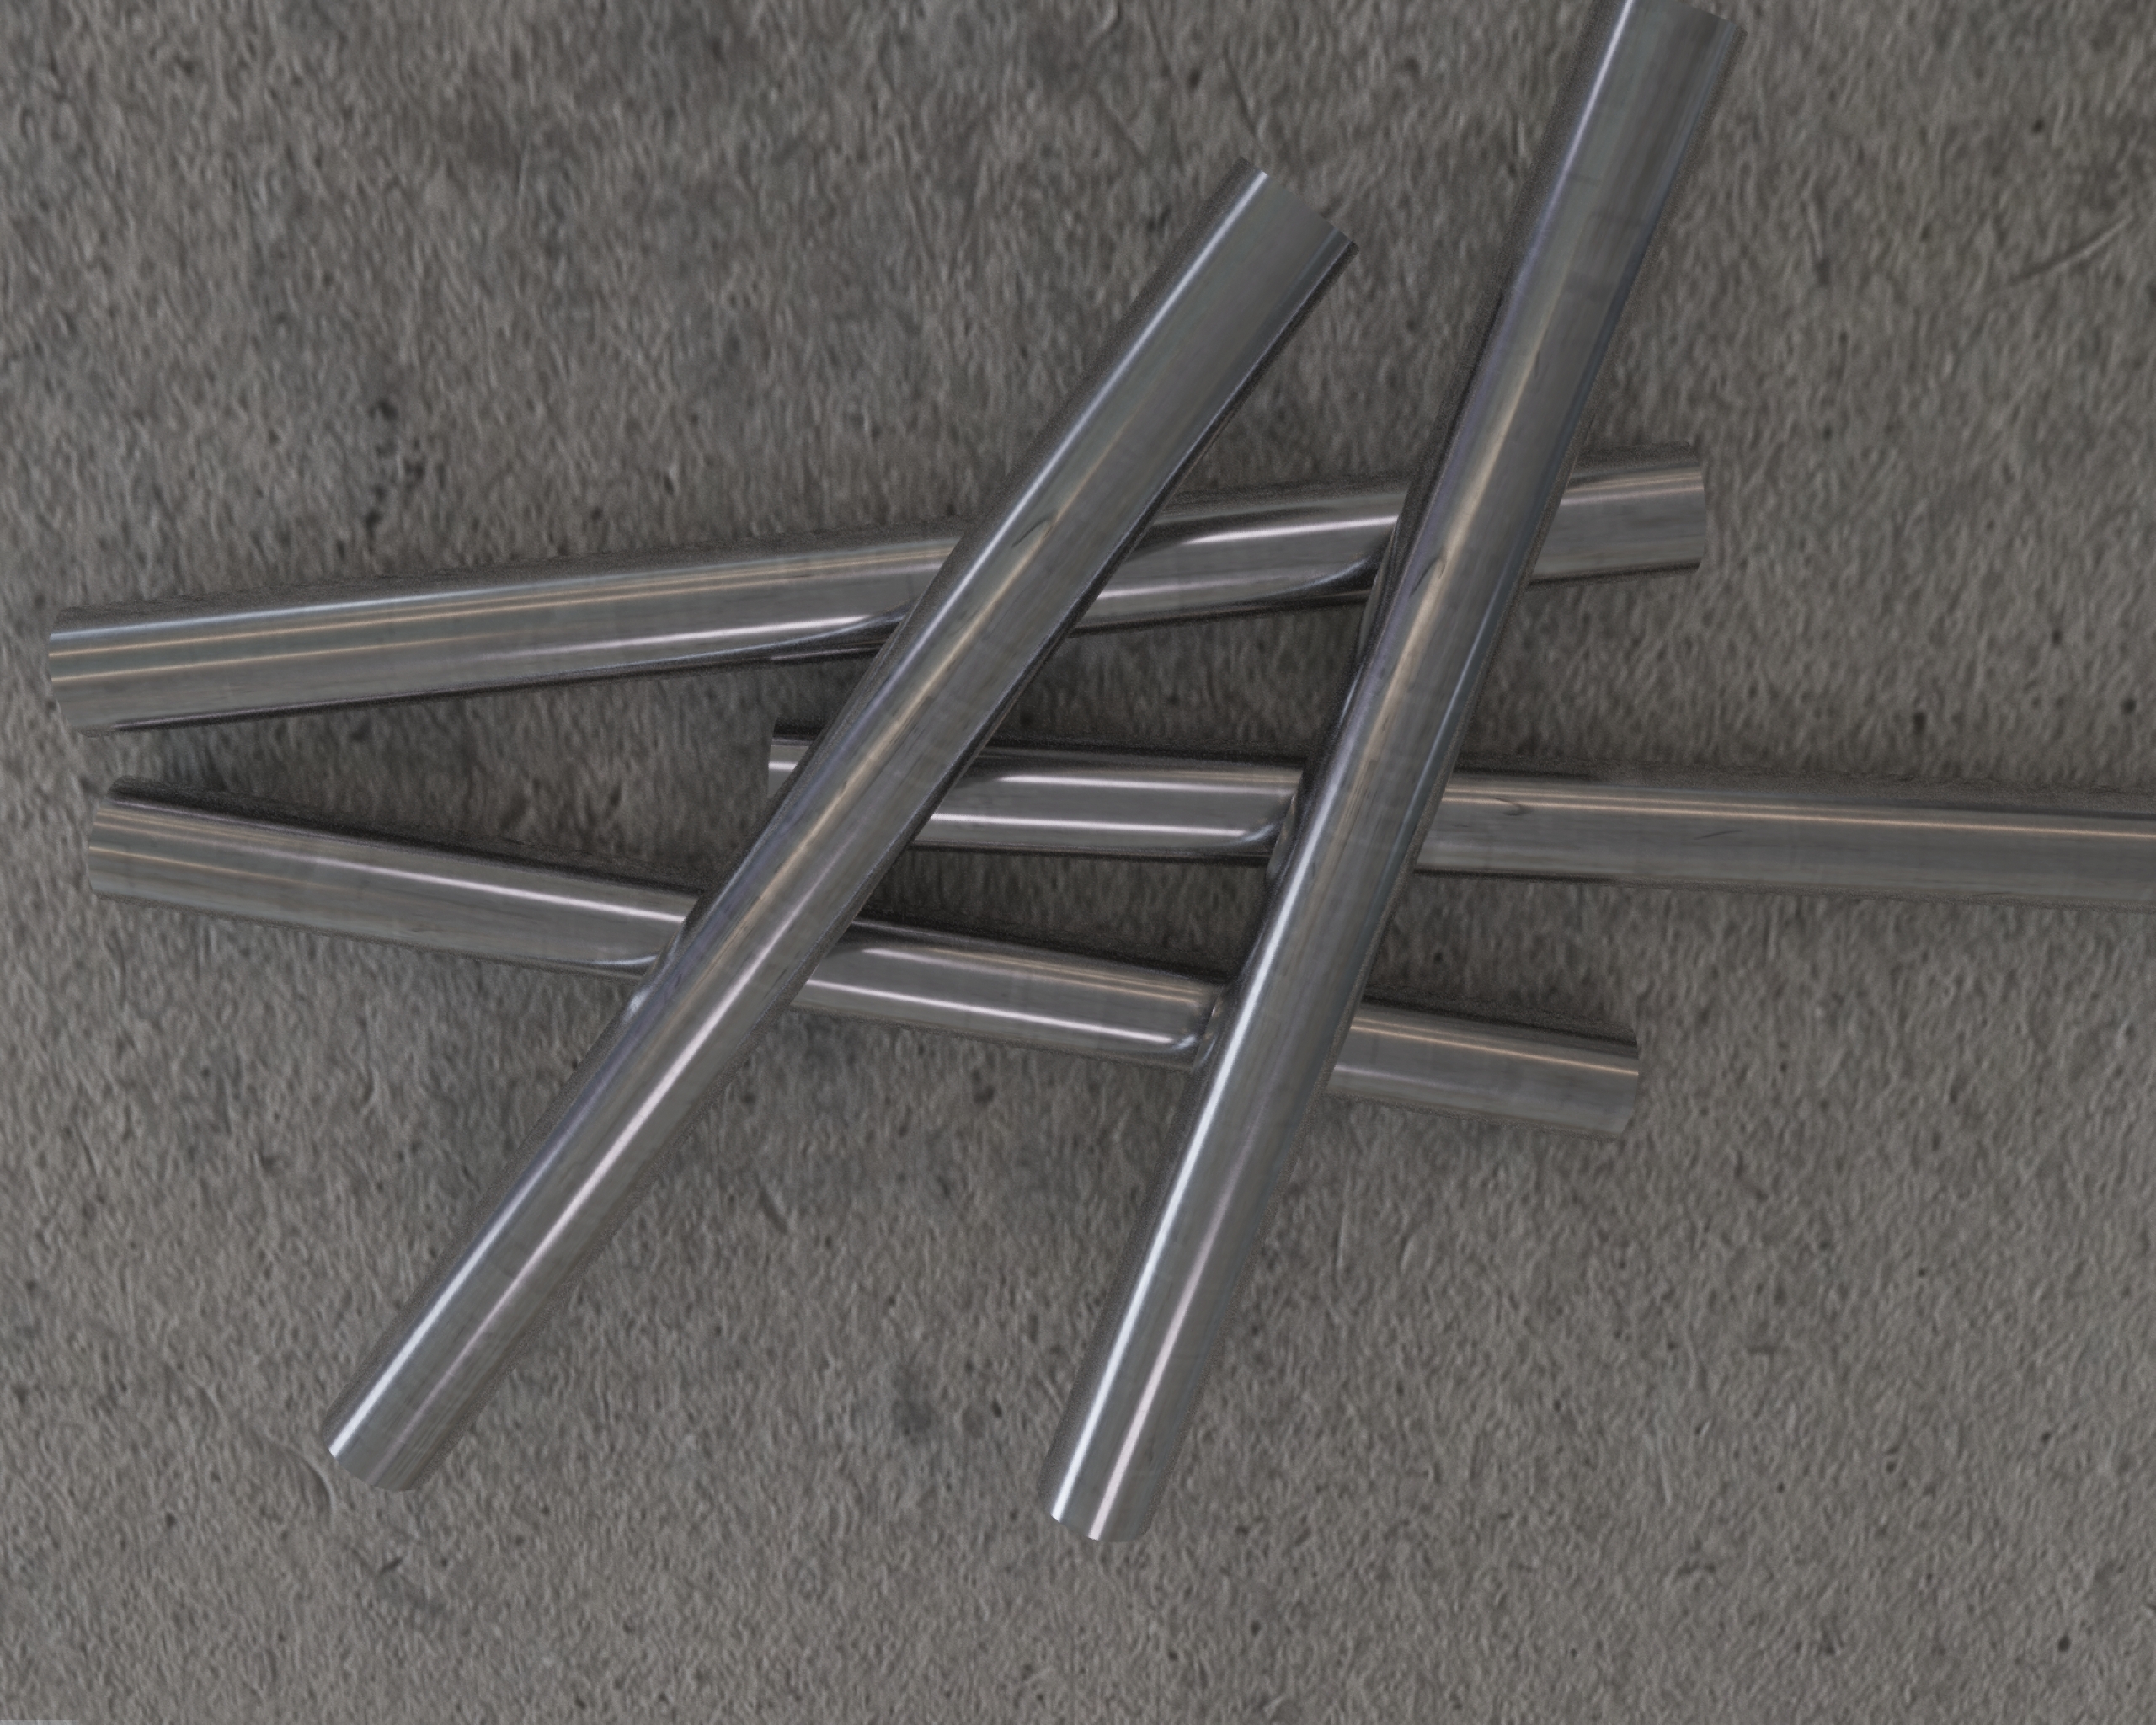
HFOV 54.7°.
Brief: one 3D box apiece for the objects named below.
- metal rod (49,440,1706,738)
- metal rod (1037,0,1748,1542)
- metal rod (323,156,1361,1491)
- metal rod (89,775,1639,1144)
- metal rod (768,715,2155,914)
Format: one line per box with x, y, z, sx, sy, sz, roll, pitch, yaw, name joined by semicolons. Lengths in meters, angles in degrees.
-0.037;-0.051;0.390;0.302;0.025;0.025;-6;110;1;metal rod
0.049;-0.003;0.381;0.025;0.025;0.298;17;109;-6;metal rod
-0.052;0.005;0.383;0.025;0.025;0.299;35;106;-12;metal rod
-0.038;0.020;0.416;0.302;0.025;0.025;10;110;-4;metal rod
0.093;-0.008;0.407;0.302;0.025;0.025;3;110;-2;metal rod
